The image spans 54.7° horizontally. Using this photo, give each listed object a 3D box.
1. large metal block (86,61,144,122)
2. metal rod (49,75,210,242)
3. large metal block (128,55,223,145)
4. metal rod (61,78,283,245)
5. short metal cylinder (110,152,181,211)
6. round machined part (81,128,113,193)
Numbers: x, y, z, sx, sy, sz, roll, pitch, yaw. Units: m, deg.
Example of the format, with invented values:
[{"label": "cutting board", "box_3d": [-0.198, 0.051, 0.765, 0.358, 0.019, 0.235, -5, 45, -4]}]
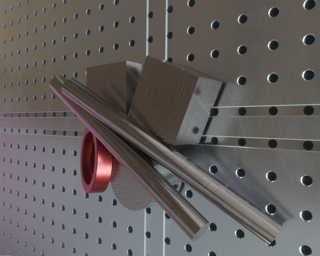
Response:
[{"label": "large metal block", "box_3d": [-0.057, -0.045, 0.431, 0.080, 0.050, 0.079, 1, 91, 40]}, {"label": "metal rod", "box_3d": [-0.056, 0.018, 0.383, 0.300, 0.025, 0.025, 41, 115, 31]}, {"label": "large metal block", "box_3d": [0.016, -0.034, 0.374, 0.080, 0.050, 0.079, 31, 109, 35]}, {"label": "metal rod", "box_3d": [-0.002, 0.026, 0.357, 0.300, 0.025, 0.025, 34, 112, 19]}, {"label": "short metal cylinder", "box_3d": [-0.019, 0.062, 0.402, 0.080, 0.050, 0.079, 0, 90, 40]}, {"label": "round machined part", "box_3d": [-0.083, 0.044, 0.447, 0.098, 0.042, 0.097, -13, 75, 62]}]
